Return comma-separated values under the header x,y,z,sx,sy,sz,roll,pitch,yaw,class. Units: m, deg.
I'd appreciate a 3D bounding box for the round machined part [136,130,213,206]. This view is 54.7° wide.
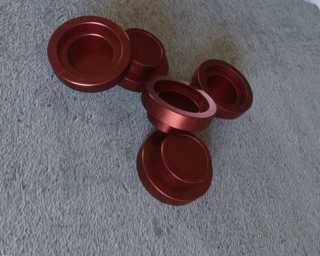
x,y,z,sx,sy,sz,roll,pitch,yaw,class
0.024,0.042,0.382,0.099,0.042,0.098,14,56,-21,round machined part

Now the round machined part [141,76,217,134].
x,y,z,sx,sy,sz,roll,pitch,yaw,class
0.021,-0.026,0.409,0.099,0.042,0.098,16,33,-11,round machined part

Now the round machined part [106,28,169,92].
x,y,z,sx,sy,sz,roll,pitch,yaw,class
-0.031,-0.102,0.441,0.099,0.042,0.098,14,56,-21,round machined part

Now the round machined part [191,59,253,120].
x,y,z,sx,sy,sz,roll,pitch,yaw,class
0.091,-0.055,0.479,0.099,0.042,0.098,14,56,-21,round machined part

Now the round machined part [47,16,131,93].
x,y,z,sx,sy,sz,roll,pitch,yaw,class
-0.086,-0.088,0.389,0.099,0.042,0.098,2,70,-6,round machined part
